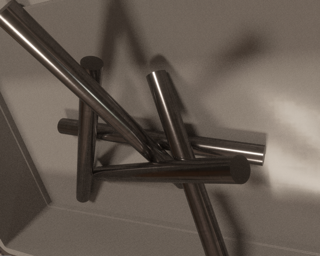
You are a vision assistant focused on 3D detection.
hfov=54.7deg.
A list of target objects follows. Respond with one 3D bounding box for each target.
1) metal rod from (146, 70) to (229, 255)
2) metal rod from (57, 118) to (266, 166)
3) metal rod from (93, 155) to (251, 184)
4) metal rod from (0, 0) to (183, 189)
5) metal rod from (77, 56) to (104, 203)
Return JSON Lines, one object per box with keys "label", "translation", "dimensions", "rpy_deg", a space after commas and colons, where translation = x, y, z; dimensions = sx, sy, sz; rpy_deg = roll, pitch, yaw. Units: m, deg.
{"label": "metal rod", "translation": [0.042, 0.076, 0.358], "dimensions": [0.025, 0.025, 0.299], "rpy_deg": [-22, 83, 36]}
{"label": "metal rod", "translation": [-0.015, 0.015, 0.423], "dimensions": [0.301, 0.025, 0.025], "rpy_deg": [7, 122, 24]}
{"label": "metal rod", "translation": [-0.015, 0.055, 0.384], "dimensions": [0.299, 0.025, 0.025], "rpy_deg": [-14, 113, 55]}
{"label": "metal rod", "translation": [-0.049, -0.012, 0.349], "dimensions": [0.025, 0.025, 0.300], "rpy_deg": [-13, 136, 33]}
{"label": "metal rod", "translation": [-0.106, 0.026, 0.446], "dimensions": [0.025, 0.025, 0.298], "rpy_deg": [28, 138, 10]}
